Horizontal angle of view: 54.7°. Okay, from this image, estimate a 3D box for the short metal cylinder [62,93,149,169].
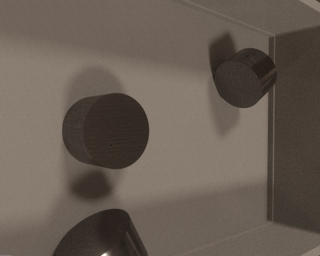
[{"bbox_3d":[-0.059,0.003,0.342,0.081,0.050,0.079,0,90,-40],"label":"short metal cylinder"}]

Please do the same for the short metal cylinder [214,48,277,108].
[{"bbox_3d":[0.134,-0.078,0.485,0.050,0.080,0.080,-39,114,-33],"label":"short metal cylinder"}]

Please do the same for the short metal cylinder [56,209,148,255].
[{"bbox_3d":[-0.059,0.130,0.323,0.081,0.080,0.050,-35,112,-35],"label":"short metal cylinder"}]
